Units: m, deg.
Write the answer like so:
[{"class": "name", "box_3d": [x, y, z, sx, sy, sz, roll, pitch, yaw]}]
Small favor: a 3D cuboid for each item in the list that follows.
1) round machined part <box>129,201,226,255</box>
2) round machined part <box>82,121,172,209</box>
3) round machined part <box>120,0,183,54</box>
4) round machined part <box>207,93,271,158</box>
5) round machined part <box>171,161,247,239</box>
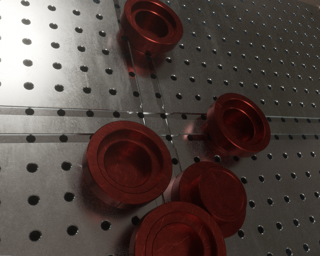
[{"class": "round machined part", "box_3d": [0.015, 0.129, 0.322, 0.099, 0.042, 0.098, 8, 65, -18]}, {"class": "round machined part", "box_3d": [-0.039, 0.044, 0.351, 0.099, 0.042, 0.098, 14, 56, -21]}, {"class": "round machined part", "box_3d": [-0.016, -0.156, 0.485, 0.099, 0.042, 0.098, 14, 56, -21]}, {"class": "round machined part", "box_3d": [0.111, -0.001, 0.460, 0.099, 0.042, 0.098, 14, 56, -21]}, {"class": "round machined part", "box_3d": [0.067, 0.086, 0.383, 0.099, 0.042, 0.098, 14, 56, -21]}]
